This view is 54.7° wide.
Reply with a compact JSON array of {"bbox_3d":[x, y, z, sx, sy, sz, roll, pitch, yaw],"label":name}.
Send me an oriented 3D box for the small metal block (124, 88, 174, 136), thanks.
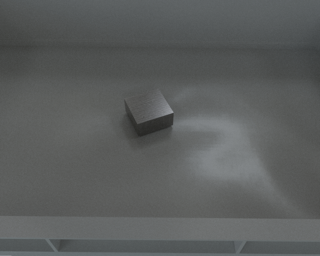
[{"bbox_3d":[-0.015,-0.022,0.419,0.050,0.025,0.050,-18,53,-15],"label":"small metal block"}]
